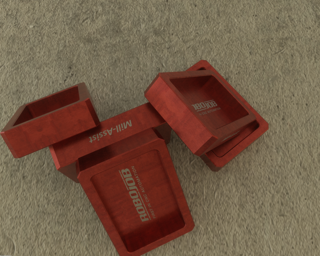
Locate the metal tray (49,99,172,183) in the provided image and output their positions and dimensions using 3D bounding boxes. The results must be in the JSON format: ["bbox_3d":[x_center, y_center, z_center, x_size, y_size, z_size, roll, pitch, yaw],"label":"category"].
[{"bbox_3d":[-0.052,0.019,0.367,0.131,0.090,0.030,-23,72,-9],"label":"metal tray"}]

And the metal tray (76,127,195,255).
[{"bbox_3d":[-0.023,0.074,0.335,0.091,0.030,0.129,-23,117,-8],"label":"metal tray"}]

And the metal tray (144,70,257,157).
[{"bbox_3d":[0.053,-0.025,0.360,0.090,0.030,0.131,50,33,15],"label":"metal tray"}]

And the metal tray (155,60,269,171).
[{"bbox_3d":[0.066,-0.019,0.414,0.090,0.030,0.130,-37,74,-13],"label":"metal tray"}]

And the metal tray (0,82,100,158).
[{"bbox_3d":[-0.123,-0.016,0.363,0.091,0.130,0.030,-23,111,-9],"label":"metal tray"}]
